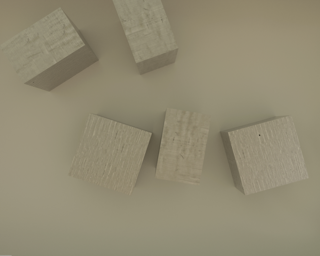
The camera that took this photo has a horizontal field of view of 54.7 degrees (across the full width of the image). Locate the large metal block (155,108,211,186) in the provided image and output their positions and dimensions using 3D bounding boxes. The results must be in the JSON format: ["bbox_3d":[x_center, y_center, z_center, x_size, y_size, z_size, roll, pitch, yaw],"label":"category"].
[{"bbox_3d":[0.026,0.020,0.384,0.050,0.080,0.080,10,90,0],"label":"large metal block"}]

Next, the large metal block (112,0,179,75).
[{"bbox_3d":[-0.017,-0.118,0.384,0.050,0.080,0.080,-20,90,0],"label":"large metal block"}]

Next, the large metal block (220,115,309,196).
[{"bbox_3d":[0.132,0.033,0.401,0.080,0.050,0.080,-15,90,-1],"label":"large metal block"}]

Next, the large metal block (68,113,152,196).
[{"bbox_3d":[-0.060,0.032,0.398,0.080,0.050,0.080,18,90,-1],"label":"large metal block"}]

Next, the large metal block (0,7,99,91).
[{"bbox_3d":[-0.131,-0.092,0.382,0.080,0.080,0.050,-33,90,0],"label":"large metal block"}]
